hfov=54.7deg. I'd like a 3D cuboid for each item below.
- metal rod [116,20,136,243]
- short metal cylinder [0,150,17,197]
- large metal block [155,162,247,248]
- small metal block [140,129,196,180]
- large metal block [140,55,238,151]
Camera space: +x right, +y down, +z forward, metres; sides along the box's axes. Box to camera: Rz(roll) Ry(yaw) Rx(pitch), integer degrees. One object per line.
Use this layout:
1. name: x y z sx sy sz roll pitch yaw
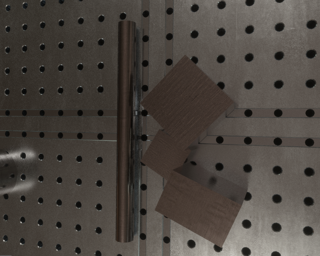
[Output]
1. metal rod: -0.047 0.005 0.428 0.025 0.025 0.298 1 90 19
2. short metal cylinder: -0.280 0.076 0.496 0.080 0.050 0.079 0 90 19
3. large metal block: 0.052 0.084 0.365 0.080 0.080 0.050 25 98 18
4. small metal block: 0.011 0.036 0.408 0.050 0.025 0.050 34 101 16
5. large metal block: 0.037 -0.030 0.386 0.080 0.050 0.080 -46 76 14
